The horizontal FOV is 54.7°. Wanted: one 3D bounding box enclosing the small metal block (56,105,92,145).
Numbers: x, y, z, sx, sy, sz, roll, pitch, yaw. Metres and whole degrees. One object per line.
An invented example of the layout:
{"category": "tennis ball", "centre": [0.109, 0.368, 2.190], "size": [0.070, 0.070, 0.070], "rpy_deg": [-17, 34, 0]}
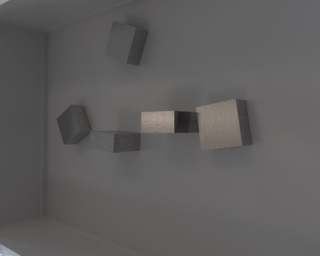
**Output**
{"category": "small metal block", "centre": [-0.147, -0.005, 0.528], "size": [0.050, 0.025, 0.050], "rpy_deg": [-35, 69, 34]}

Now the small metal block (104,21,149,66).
{"category": "small metal block", "centre": [-0.049, -0.122, 0.448], "size": [0.050, 0.025, 0.050], "rpy_deg": [28, 108, 36]}

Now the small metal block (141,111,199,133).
{"category": "small metal block", "centre": [0.013, -0.007, 0.380], "size": [0.050, 0.050, 0.025], "rpy_deg": [0, 90, 40]}

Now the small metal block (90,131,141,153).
{"category": "small metal block", "centre": [-0.064, 0.018, 0.444], "size": [0.050, 0.050, 0.025], "rpy_deg": [6, 94, 40]}

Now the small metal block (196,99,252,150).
{"category": "small metal block", "centre": [0.071, -0.003, 0.348], "size": [0.050, 0.025, 0.050], "rpy_deg": [-11, 83, 39]}
